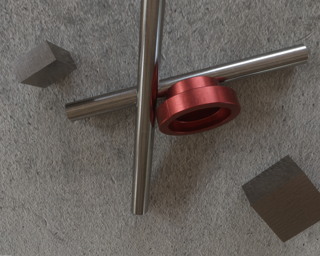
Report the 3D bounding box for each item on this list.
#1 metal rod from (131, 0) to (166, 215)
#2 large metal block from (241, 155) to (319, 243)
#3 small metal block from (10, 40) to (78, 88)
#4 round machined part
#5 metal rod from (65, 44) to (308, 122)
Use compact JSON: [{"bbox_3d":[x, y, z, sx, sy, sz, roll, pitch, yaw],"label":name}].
[{"bbox_3d":[-0.018,-0.011,0.381,0.025,0.025,0.298,4,119,-2],"label":"metal rod"},{"bbox_3d":[0.177,0.099,0.436,0.080,0.050,0.080,-38,106,12],"label":"large metal block"},{"bbox_3d":[-0.135,-0.073,0.365,0.050,0.050,0.025,-29,85,10],"label":"small metal block"},{"bbox_3d":[0.043,-0.028,0.372,0.098,0.098,0.042,-14,71,5],"label":"round machined part"},{"bbox_3d":[0.029,-0.055,0.389,0.302,0.025,0.025,-14,110,4],"label":"metal rod"}]
